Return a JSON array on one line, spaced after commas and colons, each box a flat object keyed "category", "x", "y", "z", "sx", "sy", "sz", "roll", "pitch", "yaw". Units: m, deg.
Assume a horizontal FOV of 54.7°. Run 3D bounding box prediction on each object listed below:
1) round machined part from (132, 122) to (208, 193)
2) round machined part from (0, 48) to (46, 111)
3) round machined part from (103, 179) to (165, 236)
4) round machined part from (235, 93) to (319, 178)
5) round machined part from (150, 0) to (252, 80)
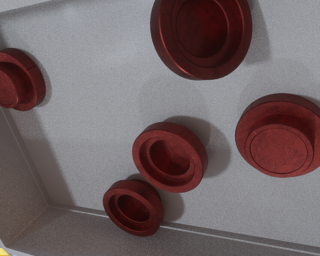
[{"category": "round machined part", "x": 0.016, "y": 0.034, "z": 0.409, "sx": 0.098, "sy": 0.042, "sz": 0.097, "roll": 13, "pitch": 124, "yaw": 20}, {"category": "round machined part", "x": -0.229, "y": -0.069, "z": 0.473, "sx": 0.098, "sy": 0.042, "sz": 0.097, "roll": 13, "pitch": 124, "yaw": 20}, {"category": "round machined part", "x": -0.037, "y": 0.120, "z": 0.490, "sx": 0.098, "sy": 0.042, "sz": 0.097, "roll": 13, "pitch": 124, "yaw": 20}, {"category": "round machined part", "x": 0.131, "y": 0.015, "z": 0.338, "sx": 0.098, "sy": 0.042, "sz": 0.097, "roll": 13, "pitch": 124, "yaw": 20}, {"category": "round machined part", "x": 0.036, "y": -0.094, "z": 0.296, "sx": 0.098, "sy": 0.099, "sz": 0.042, "roll": 63, "pitch": 162, "yaw": -17}]
